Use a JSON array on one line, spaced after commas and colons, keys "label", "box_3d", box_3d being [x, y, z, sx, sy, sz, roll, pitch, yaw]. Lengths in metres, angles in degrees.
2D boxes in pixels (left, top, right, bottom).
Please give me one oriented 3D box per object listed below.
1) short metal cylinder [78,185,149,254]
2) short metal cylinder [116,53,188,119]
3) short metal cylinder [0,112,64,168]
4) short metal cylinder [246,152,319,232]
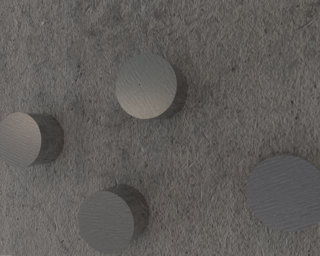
[{"label": "short metal cylinder", "box_3d": [-0.061, 0.120, 0.417, 0.080, 0.050, 0.080, 0, 90, 20]}, {"label": "short metal cylinder", "box_3d": [-0.009, -0.051, 0.399, 0.080, 0.050, 0.080, 0, 90, 20]}, {"label": "short metal cylinder", "box_3d": [-0.193, 0.017, 0.464, 0.080, 0.050, 0.080, 0, 90, 20]}, {"label": "short metal cylinder", "box_3d": [0.140, 0.068, 0.346, 0.080, 0.050, 0.080, 0, 90, 20]}]
